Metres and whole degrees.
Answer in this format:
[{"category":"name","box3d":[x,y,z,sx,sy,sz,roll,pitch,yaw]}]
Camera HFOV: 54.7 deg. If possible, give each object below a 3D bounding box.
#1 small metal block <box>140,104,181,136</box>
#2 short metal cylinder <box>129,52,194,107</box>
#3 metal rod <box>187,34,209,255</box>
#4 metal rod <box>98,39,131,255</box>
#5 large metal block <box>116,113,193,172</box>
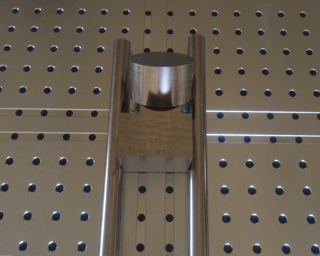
[{"category":"small metal block","box3d":[0.000,-0.009,0.402,0.050,0.050,0.025,1,70,0]},{"category":"short metal cylinder","box3d":[0.001,-0.065,0.399,0.081,0.050,0.080,1,26,0]},{"category":"metal rod","box3d":[0.049,0.009,0.409,0.025,0.025,0.299,2,70,0]},{"category":"metal rod","box3d":[-0.057,0.016,0.405,0.025,0.025,0.299,1,70,0]},{"category":"large metal block","box3d":[-0.005,0.020,0.372,0.081,0.080,0.050,1,70,0]}]
